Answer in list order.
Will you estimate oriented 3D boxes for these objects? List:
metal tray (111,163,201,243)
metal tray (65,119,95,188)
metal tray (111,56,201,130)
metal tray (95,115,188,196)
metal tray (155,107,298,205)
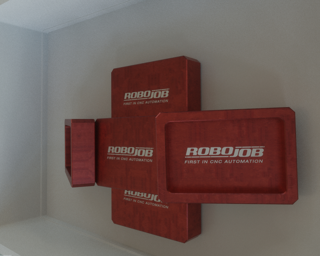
[{"bbox_3d":[-0.009,0.089,0.408,0.130,0.030,0.089,0,90,39],"label":"metal tray"},{"bbox_3d":[-0.122,0.031,0.463,0.130,0.030,0.089,-176,86,-69],"label":"metal tray"},{"bbox_3d":[-0.010,-0.039,0.408,0.130,0.030,0.089,0,90,39],"label":"metal tray"},{"bbox_3d":[-0.028,0.031,0.386,0.130,0.030,0.089,-1,89,39],"label":"metal tray"},{"bbox_3d":[0.063,0.027,0.308,0.131,0.030,0.089,-2,89,10],"label":"metal tray"}]
